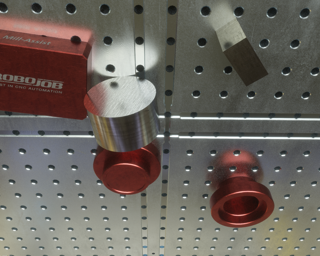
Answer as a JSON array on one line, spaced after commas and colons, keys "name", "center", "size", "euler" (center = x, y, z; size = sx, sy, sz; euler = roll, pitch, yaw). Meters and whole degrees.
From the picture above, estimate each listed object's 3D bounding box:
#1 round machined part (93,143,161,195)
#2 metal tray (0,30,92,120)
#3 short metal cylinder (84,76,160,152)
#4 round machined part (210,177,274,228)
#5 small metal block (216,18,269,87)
[{"name": "round machined part", "center": [-0.048, 0.060, 0.451], "size": [0.099, 0.042, 0.097], "euler": [-1, 130, 0]}, {"name": "metal tray", "center": [-0.148, -0.059, 0.356], "size": [0.131, 0.030, 0.089], "euler": [7, 130, -7]}, {"name": "short metal cylinder", "center": [-0.042, -0.018, 0.360], "size": [0.080, 0.080, 0.050], "euler": [-4, 130, 3]}, {"name": "round machined part", "center": [0.129, 0.116, 0.502], "size": [0.099, 0.042, 0.097], "euler": [-1, 130, 0]}, {"name": "small metal block", "center": [0.086, -0.081, 0.328], "size": [0.025, 0.050, 0.050], "euler": [-30, 124, 23]}]
